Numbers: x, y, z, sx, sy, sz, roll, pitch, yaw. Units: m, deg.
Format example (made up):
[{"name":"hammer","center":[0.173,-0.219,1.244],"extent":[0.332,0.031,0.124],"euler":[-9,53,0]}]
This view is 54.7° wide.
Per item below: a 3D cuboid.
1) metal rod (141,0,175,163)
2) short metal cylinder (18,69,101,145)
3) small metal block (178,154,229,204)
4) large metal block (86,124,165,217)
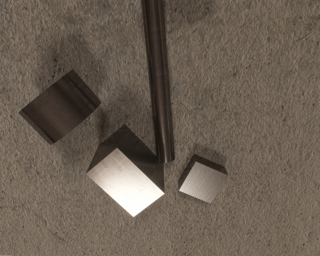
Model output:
[{"name":"metal rod","center":[-0.004,-0.097,0.373],"extent":[0.025,0.025,0.298],"euler":[-5,110,1]},{"name":"short metal cylinder","center":[-0.118,-0.025,0.370],"extent":[0.080,0.080,0.050],"euler":[-36,107,12]},{"name":"small metal block","center":[0.060,0.071,0.437],"extent":[0.050,0.025,0.050],"euler":[24,108,-9]},{"name":"large metal block","center":[-0.040,0.051,0.399],"extent":[0.050,0.080,0.080],"euler":[-40,106,13]}]
